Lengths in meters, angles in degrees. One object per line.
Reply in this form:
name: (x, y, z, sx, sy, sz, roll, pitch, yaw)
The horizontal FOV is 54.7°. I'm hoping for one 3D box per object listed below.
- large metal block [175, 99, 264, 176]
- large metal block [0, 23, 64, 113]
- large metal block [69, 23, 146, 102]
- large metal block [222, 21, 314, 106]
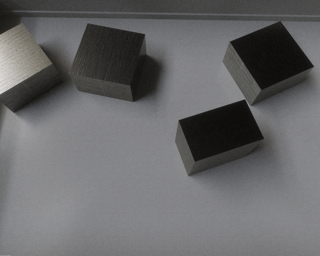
large metal block: (0.067, 0.015, 0.376, 0.081, 0.080, 0.050, -18, 71, -7)
large metal block: (-0.195, -0.082, 0.424, 0.080, 0.050, 0.080, -35, 74, -12)
large metal block: (-0.068, -0.089, 0.428, 0.080, 0.050, 0.080, 12, 70, 4)
large metal block: (0.147, -0.089, 0.431, 0.080, 0.050, 0.080, -24, 72, -9)
